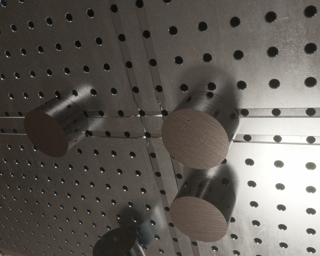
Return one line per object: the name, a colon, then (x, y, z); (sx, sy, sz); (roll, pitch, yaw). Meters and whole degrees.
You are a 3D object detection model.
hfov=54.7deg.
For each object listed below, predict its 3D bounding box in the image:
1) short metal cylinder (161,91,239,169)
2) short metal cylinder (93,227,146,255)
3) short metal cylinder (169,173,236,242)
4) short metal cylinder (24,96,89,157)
short metal cylinder: (0.049, 0.002, 0.370); (0.080, 0.050, 0.079); (13, 124, 20)
short metal cylinder: (-0.072, 0.224, 0.550); (0.080, 0.080, 0.050); (-6, 116, 30)
short metal cylinder: (0.060, 0.111, 0.431); (0.080, 0.050, 0.079); (13, 124, 20)
short metal cylinder: (-0.158, -0.002, 0.475); (0.080, 0.050, 0.079); (13, 124, 20)
